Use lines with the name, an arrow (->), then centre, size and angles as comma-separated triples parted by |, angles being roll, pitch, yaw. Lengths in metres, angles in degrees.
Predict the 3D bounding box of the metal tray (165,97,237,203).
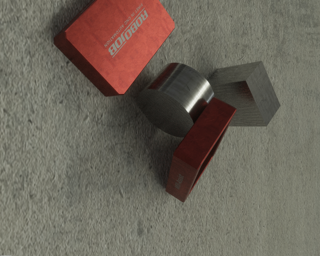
metal tray -> 0.047, 0.032, 0.386 | 0.090, 0.030, 0.129 | -52, 165, -26

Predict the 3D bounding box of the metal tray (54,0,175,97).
metal tray -> -0.046, -0.112, 0.362 | 0.090, 0.030, 0.130 | 48, 62, -29

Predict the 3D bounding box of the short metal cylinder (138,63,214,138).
short metal cylinder -> 0.020, -0.034, 0.386 | 0.050, 0.080, 0.080 | -52, 121, -27

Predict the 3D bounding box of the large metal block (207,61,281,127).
large metal block -> 0.123, -0.049, 0.472 | 0.050, 0.080, 0.080 | -47, 119, -30
